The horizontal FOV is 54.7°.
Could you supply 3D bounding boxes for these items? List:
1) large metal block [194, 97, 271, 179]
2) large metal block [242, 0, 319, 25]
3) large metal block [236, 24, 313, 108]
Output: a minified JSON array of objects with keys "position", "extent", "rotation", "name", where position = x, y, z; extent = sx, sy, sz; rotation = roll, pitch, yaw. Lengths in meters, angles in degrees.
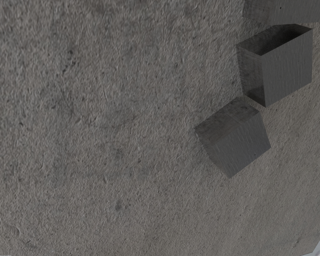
[{"position":[0.109,0.015,0.459],"extent":[0.080,0.050,0.080],"rotation":[-36,129,-4],"name":"large metal block"},{"position":[0.153,-0.170,0.368],"extent":[0.081,0.050,0.079],"rotation":[-11,123,-22],"name":"large metal block"},{"position":[0.156,-0.087,0.422],"extent":[0.080,0.050,0.080],"rotation":[-29,128,-10],"name":"large metal block"}]
